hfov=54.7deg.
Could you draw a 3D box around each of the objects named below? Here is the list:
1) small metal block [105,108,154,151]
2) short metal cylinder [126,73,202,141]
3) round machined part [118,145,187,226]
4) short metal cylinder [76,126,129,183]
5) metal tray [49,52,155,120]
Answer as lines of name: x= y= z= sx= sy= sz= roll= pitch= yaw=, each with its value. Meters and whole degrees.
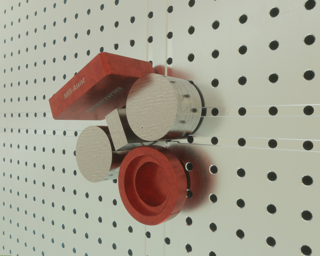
small metal block: x=-0.041 y=0.002 z=0.421 sx=0.025 sy=0.050 sz=0.050 roll=-32 pitch=71 yaw=36
short metal cylinder: x=0.004 y=-0.025 z=0.385 sx=0.080 sy=0.050 sz=0.079 roll=0 pitch=90 yaw=40
round machined part: x=-0.005 y=0.071 z=0.397 sx=0.098 sy=0.042 sz=0.097 roll=0 pitch=90 yaw=40
short metal cylinder: x=-0.078 y=0.036 z=0.452 sx=0.080 sy=0.050 sz=0.079 roll=0 pitch=90 yaw=40
metal tray: x=-0.080 y=-0.051 z=0.427 sx=0.130 sy=0.091 sz=0.030 roll=-30 pitch=72 yaw=36
